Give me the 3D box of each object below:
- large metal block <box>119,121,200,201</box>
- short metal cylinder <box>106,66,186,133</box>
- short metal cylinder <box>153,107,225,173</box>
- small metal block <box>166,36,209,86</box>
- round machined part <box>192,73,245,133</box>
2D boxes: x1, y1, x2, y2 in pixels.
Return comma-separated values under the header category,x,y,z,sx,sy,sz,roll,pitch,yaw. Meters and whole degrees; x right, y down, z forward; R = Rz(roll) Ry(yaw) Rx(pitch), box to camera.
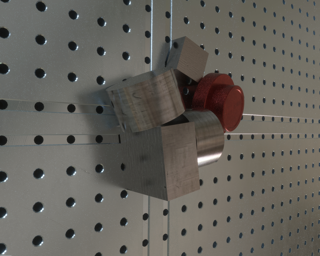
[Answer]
category,x,y,z,sx,sy,sz,roll,pitch,yaw
large metal block,-0.002,0.035,0.372,0.050,0.080,0.079,-9,96,-40
short metal cylinder,-0.016,-0.034,0.360,0.081,0.080,0.050,-31,110,-36
short metal cylinder,0.036,0.014,0.404,0.050,0.080,0.079,-9,96,-40
small metal block,0.039,-0.094,0.441,0.050,0.025,0.050,25,74,-37
round machined part,0.091,-0.031,0.458,0.099,0.042,0.097,-20,115,-48
